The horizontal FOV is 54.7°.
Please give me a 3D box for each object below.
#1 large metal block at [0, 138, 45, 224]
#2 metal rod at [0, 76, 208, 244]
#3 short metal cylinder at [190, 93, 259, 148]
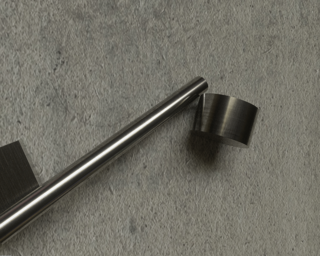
[{"bbox_3d":[-0.174,0.064,0.332,0.081,0.050,0.080,-23,98,-19],"label":"large metal block"},{"bbox_3d":[-0.048,0.019,0.360,0.302,0.025,0.025,-37,103,-29],"label":"metal rod"},{"bbox_3d":[0.085,-0.008,0.413,0.081,0.080,0.050,19,84,-19],"label":"short metal cylinder"}]
